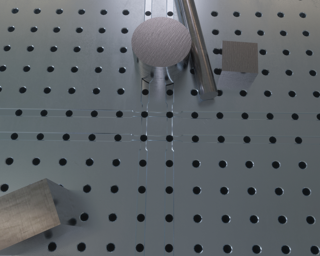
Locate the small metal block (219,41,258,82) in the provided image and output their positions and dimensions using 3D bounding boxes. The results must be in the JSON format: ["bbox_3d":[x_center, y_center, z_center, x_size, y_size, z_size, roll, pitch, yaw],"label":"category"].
[{"bbox_3d":[0.113,-0.096,0.448,0.050,0.025,0.050,5,70,1],"label":"small metal block"}]

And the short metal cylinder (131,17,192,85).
[{"bbox_3d":[0.002,-0.108,0.438,0.081,0.050,0.080,0,70,0],"label":"short metal cylinder"}]

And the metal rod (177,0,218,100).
[{"bbox_3d":[0.043,-0.183,0.478,0.025,0.025,0.299,-9,70,-3],"label":"metal rod"}]

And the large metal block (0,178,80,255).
[{"bbox_3d":[-0.145,0.102,0.344,0.080,0.080,0.050,-22,72,-8],"label":"large metal block"}]
